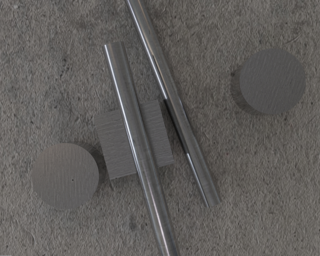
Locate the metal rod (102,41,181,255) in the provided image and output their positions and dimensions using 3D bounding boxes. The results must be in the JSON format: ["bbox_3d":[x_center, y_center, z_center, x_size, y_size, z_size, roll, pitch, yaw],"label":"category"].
[{"bbox_3d":[-0.014,0.051,0.359,0.025,0.025,0.298,-15,98,0],"label":"metal rod"}]

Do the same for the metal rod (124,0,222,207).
[{"bbox_3d":[0.016,-0.040,0.410,0.025,0.025,0.299,-21,90,0],"label":"metal rod"}]

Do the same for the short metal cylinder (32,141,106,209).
[{"bbox_3d":[-0.114,0.058,0.397,0.081,0.050,0.080,0,90,0],"label":"short metal cylinder"}]

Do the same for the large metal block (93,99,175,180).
[{"bbox_3d":[-0.031,0.014,0.397,0.080,0.050,0.080,-15,90,0],"label":"large metal block"}]

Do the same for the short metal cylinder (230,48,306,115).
[{"bbox_3d":[0.136,-0.057,0.399,0.081,0.050,0.080,0,90,0],"label":"short metal cylinder"}]
